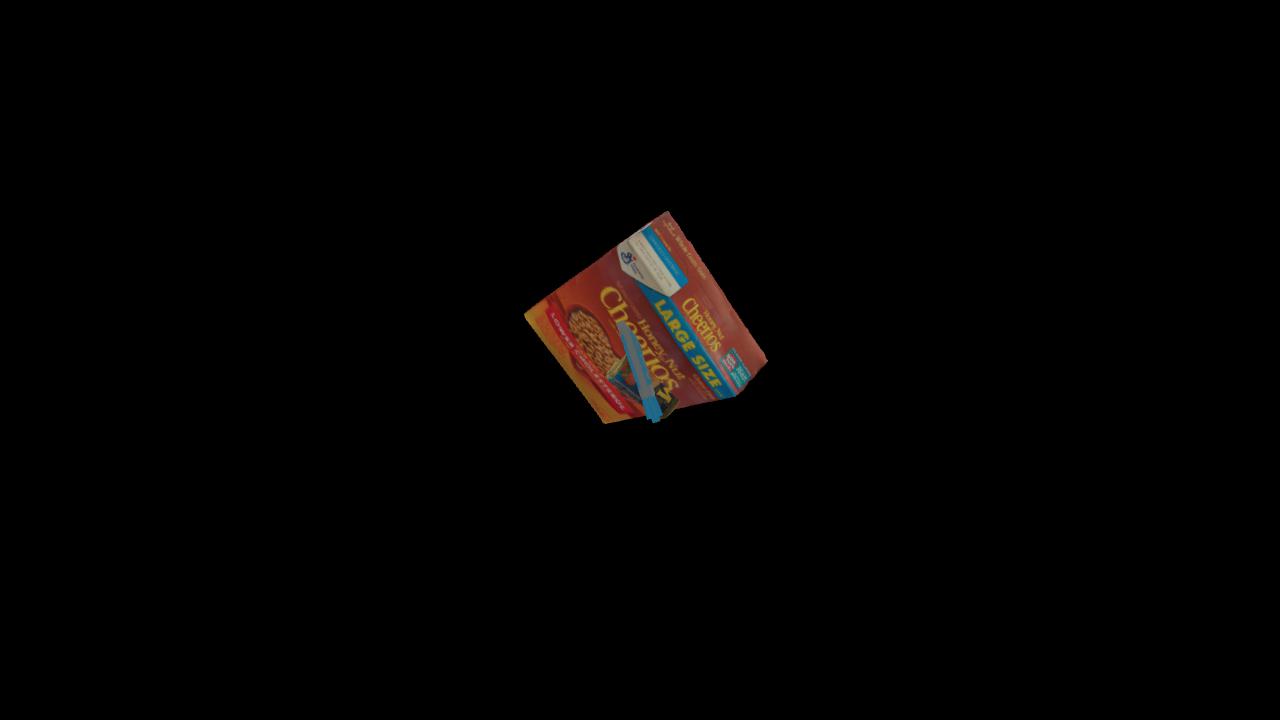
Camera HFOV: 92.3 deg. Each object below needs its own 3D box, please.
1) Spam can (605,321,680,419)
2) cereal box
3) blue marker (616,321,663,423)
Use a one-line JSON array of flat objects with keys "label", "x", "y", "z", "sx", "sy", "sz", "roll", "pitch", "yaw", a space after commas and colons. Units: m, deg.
[{"label": "Spam can", "x": 0.020, "y": 0.007, "z": 0.747, "sx": 0.085, "sy": 0.101, "sz": 0.058, "roll": 38, "pitch": -18, "yaw": -8}, {"label": "cereal box", "x": -0.010, "y": -0.032, "z": 0.769, "sx": 0.081, "sy": 0.203, "sz": 0.306, "roll": -41, "pitch": 12, "yaw": -30}, {"label": "blue marker", "x": 0.000, "y": 0.012, "z": 0.693, "sx": 0.020, "sy": 0.121, "sz": 0.020, "roll": -17, "pitch": -8, "yaw": -3}]
